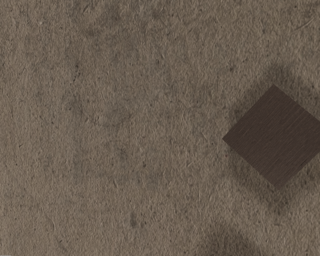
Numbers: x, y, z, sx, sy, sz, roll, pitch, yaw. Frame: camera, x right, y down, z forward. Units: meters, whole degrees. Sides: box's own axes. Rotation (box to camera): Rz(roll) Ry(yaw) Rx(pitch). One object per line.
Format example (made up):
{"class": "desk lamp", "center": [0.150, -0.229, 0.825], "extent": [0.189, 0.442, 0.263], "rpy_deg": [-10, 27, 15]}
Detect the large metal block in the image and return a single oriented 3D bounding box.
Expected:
{"class": "large metal block", "center": [0.131, 0.009, 0.350], "extent": [0.080, 0.050, 0.080], "rpy_deg": [44, 103, 14]}
